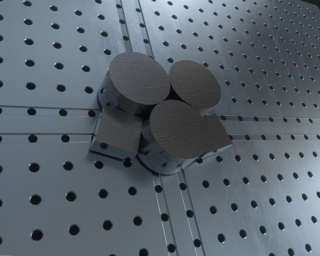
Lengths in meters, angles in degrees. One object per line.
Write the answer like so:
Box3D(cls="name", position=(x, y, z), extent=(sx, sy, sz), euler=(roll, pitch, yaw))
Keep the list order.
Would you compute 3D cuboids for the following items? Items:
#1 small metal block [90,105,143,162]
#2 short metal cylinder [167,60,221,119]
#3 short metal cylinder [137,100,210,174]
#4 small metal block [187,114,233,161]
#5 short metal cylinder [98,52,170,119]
Box3D(cls="small metal block", position=(-0.051, 0.007, 0.372), extent=(0.050, 0.025, 0.050), euler=(19, 54, -17))
Box3D(cls="short metal cylinder", position=(0.038, -0.049, 0.438), extent=(0.081, 0.050, 0.080), euler=(14, 56, -21))
Box3D(cls="short metal cylinder", position=(0.014, 0.012, 0.388), extent=(0.081, 0.050, 0.080), euler=(14, 56, -21))
Box3D(cls="small metal block", position=(0.065, 0.012, 0.432), extent=(0.050, 0.025, 0.050), euler=(-15, 70, -34))
Box3D(cls="short metal cylinder", position=(-0.034, -0.051, 0.401), extent=(0.081, 0.050, 0.080), euler=(14, 56, -21))
